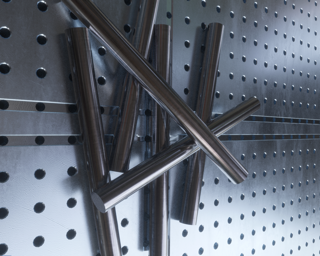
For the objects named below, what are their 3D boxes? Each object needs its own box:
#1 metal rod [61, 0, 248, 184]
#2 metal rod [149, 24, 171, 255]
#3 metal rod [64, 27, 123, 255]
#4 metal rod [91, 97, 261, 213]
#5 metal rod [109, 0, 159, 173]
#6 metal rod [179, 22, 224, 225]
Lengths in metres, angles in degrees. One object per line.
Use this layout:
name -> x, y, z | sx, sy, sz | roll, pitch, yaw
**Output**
metal rod -> 0.005, -0.040, 0.368 | 0.300, 0.025, 0.025 | 46, 62, -15
metal rod -> 0.000, 0.016, 0.407 | 0.025, 0.025, 0.298 | 1, 89, -40
metal rod -> -0.070, 0.042, 0.349 | 0.025, 0.025, 0.298 | -13, 98, -39
metal rod -> 0.043, 0.019, 0.410 | 0.302, 0.025, 0.025 | -28, 108, -36
metal rod -> -0.025, -0.094, 0.386 | 0.025, 0.025, 0.299 | 16, 80, -39
metal rod -> 0.063, -0.011, 0.460 | 0.025, 0.025, 0.299 | 15, 80, -39
